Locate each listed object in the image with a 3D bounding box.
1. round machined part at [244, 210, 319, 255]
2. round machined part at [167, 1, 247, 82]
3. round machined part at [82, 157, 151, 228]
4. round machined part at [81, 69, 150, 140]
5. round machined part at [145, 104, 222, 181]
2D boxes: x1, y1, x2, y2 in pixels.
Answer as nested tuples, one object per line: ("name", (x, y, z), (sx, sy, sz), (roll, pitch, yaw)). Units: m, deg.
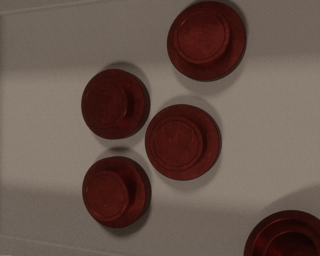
("round machined part", (0.144, 0.142, 0.332), (0.098, 0.098, 0.042), (-37, 118, 16))
("round machined part", (0.055, -0.108, 0.382), (0.098, 0.042, 0.097), (0, 90, 19))
("round machined part", (-0.065, 0.089, 0.423), (0.098, 0.042, 0.097), (0, 90, 19))
("round machined part", (-0.067, -0.033, 0.424), (0.098, 0.042, 0.097), (0, 90, 19))
("round machined part", (0.026, 0.018, 0.392), (0.098, 0.042, 0.097), (0, 90, 19))
